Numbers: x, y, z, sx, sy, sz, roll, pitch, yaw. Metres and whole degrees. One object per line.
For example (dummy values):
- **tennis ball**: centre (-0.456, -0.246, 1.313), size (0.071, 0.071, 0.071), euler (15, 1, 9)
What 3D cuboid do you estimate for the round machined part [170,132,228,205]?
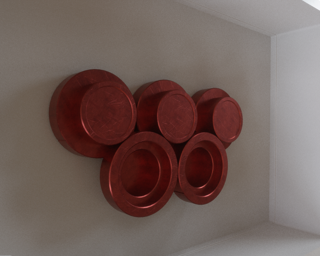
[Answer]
- **round machined part**: centre (0.047, 0.054, 0.433), size (0.099, 0.042, 0.097), euler (0, 90, -40)

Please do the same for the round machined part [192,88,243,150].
- **round machined part**: centre (0.087, -0.012, 0.465), size (0.099, 0.042, 0.097), euler (1, 89, -39)

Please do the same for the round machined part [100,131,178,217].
- **round machined part**: centre (-0.028, 0.052, 0.369), size (0.099, 0.042, 0.097), euler (0, 90, -40)

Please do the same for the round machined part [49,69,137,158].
- **round machined part**: centre (-0.065, -0.015, 0.338), size (0.099, 0.042, 0.097), euler (1, 89, -41)

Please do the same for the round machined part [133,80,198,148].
- **round machined part**: centre (0.010, -0.014, 0.401), size (0.099, 0.042, 0.097), euler (1, 89, -39)
